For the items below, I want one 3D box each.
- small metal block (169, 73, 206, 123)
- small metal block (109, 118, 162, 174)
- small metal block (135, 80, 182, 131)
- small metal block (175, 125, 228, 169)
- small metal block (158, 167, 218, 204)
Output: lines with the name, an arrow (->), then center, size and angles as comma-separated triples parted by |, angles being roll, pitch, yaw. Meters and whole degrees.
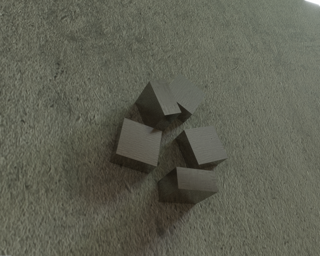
small metal block -> 0.031, -0.044, 0.447 | 0.050, 0.025, 0.050 | 39, 51, -2
small metal block -> -0.028, 0.022, 0.375 | 0.050, 0.025, 0.050 | 20, 54, -17
small metal block -> -0.004, -0.027, 0.402 | 0.025, 0.050, 0.050 | -11, 68, -33
small metal block -> 0.056, 0.027, 0.417 | 0.050, 0.025, 0.050 | -8, 66, -32
small metal block -> 0.031, 0.069, 0.362 | 0.050, 0.050, 0.025 | 10, 58, -23
